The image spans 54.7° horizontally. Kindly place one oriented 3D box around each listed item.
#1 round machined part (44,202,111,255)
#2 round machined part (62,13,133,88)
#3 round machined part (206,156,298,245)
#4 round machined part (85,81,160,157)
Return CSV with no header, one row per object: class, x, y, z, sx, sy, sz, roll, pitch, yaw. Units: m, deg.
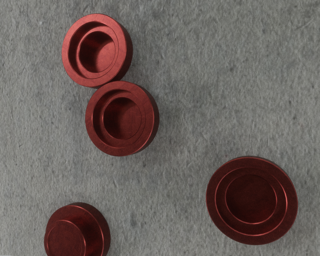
round machined part,-0.124,0.160,0.442,0.098,0.042,0.097,0,90,19
round machined part,-0.082,-0.102,0.427,0.098,0.042,0.097,0,89,19
round machined part,0.106,0.081,0.362,0.098,0.042,0.097,0,90,19
round machined part,-0.047,-0.012,0.415,0.098,0.042,0.097,0,90,19
